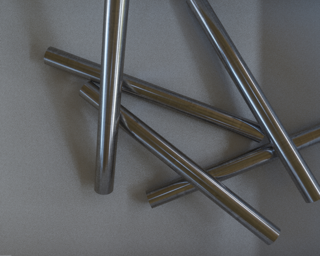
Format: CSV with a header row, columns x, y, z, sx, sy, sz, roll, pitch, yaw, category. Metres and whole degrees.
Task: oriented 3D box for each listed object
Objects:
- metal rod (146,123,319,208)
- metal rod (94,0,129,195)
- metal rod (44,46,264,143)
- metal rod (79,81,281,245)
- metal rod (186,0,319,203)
x,y,z,sx,sy,sz,roll,pitch,yaw,category
0.126,0.040,0.413,0.301,0.025,0.025,-21,90,-1,metal rod
-0.055,-0.053,0.351,0.025,0.025,0.298,8,114,-1,metal rod
-0.006,-0.044,0.411,0.301,0.025,0.025,20,90,-1,metal rod
0.019,0.039,0.391,0.300,0.025,0.025,38,90,7,metal rod
0.118,-0.044,0.396,0.025,0.025,0.299,-29,84,0,metal rod
